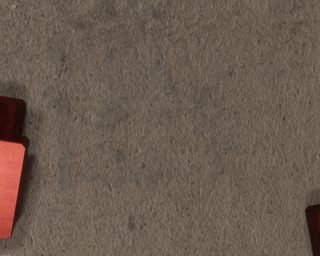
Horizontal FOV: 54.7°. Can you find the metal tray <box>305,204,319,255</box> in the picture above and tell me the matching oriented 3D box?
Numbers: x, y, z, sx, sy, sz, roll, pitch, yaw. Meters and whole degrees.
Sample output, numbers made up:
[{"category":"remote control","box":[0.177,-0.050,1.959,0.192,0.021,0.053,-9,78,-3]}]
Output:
[{"category":"metal tray","box":[0.271,0.140,0.411,0.131,0.030,0.089,-11,90,-1]}]

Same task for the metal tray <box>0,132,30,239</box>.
[{"category":"metal tray","box":[-0.219,0.069,0.380,0.091,0.030,0.129,11,102,-17]}]

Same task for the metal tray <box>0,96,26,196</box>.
[{"category":"metal tray","box":[-0.235,0.020,0.404,0.091,0.030,0.129,9,90,-1]}]
